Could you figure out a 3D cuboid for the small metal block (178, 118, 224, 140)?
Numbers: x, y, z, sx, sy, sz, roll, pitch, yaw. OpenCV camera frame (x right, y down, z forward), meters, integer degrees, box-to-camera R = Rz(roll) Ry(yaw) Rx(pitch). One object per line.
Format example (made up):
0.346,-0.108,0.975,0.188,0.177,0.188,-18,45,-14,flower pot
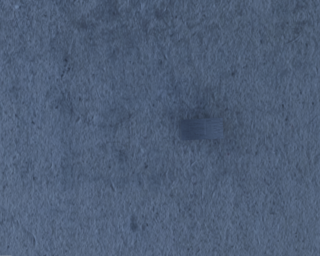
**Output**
0.051,0.001,0.398,0.050,0.050,0.025,-3,90,0,small metal block
